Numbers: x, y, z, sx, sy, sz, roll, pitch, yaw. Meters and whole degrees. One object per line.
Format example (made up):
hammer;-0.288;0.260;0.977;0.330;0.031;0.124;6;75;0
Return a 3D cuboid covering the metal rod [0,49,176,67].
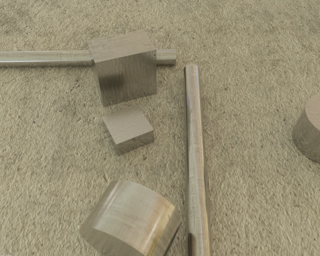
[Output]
metal rod;-0.126;-0.112;0.496;0.302;0.025;0.025;-1;50;-1

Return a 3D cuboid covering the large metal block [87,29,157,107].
large metal block;-0.051;-0.084;0.438;0.081;0.080;0.050;-16;52;-13

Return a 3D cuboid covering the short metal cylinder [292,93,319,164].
short metal cylinder;0.215;0.001;0.388;0.081;0.050;0.080;0;50;0

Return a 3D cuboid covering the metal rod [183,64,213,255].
metal rod;0.043;0.026;0.381;0.025;0.025;0.300;2;50;1

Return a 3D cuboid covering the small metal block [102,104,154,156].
small metal block;-0.041;0.002;0.401;0.050;0.025;0.050;-21;53;-17

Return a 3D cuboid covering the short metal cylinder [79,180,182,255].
short metal cylinder;-0.026;0.093;0.289;0.080;0.080;0.050;20;53;16
